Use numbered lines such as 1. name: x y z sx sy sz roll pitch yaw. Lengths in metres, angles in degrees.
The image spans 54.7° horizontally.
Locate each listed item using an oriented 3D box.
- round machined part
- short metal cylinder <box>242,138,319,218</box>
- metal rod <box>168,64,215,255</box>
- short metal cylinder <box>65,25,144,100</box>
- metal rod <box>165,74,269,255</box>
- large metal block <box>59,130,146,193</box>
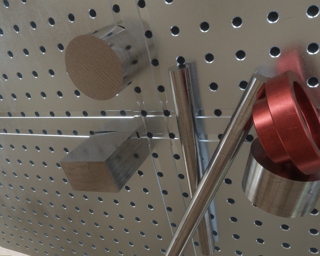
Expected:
1. round machined part: 0.123 -0.002 0.296 0.042 0.098 0.098 -25 105 34
2. short metal cylinder: 0.134 0.049 0.335 0.080 0.080 0.050 16 125 19
3. metal rod: 0.048 0.061 0.423 0.025 0.025 0.298 3 120 27
4. short metal cylinder: -0.068 -0.081 0.381 0.080 0.050 0.079 13 124 21
5. metal rod: 0.064 0.071 0.396 0.025 0.025 0.298 26 120 12
6. large metal block: -0.080 0.047 0.447 0.080 0.080 0.050 -4 117 30
